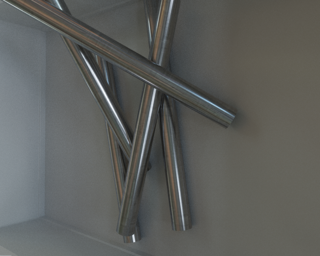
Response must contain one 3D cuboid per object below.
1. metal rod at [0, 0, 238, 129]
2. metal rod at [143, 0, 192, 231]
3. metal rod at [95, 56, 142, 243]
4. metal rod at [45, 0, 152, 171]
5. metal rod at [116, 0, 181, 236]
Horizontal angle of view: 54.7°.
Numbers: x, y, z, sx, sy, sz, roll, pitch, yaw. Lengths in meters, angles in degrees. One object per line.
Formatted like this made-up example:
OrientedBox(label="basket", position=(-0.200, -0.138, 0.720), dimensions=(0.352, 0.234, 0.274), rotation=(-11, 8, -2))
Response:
OrientedBox(label="metal rod", position=(-0.051, -0.085, 0.350), dimensions=(0.301, 0.025, 0.025), rotation=(30, 112, 3))
OrientedBox(label="metal rod", position=(0.009, -0.023, 0.397), dimensions=(0.025, 0.025, 0.298), rotation=(-12, 82, 39))
OrientedBox(label="metal rod", position=(-0.065, 0.013, 0.458), dimensions=(0.025, 0.025, 0.298), rotation=(-17, 79, 38))
OrientedBox(label="metal rod", position=(-0.088, -0.072, 0.395), dimensions=(0.025, 0.025, 0.299), rotation=(-17, 106, 38))
OrientedBox(label="metal rod", position=(-0.017, -0.005, 0.386), dimensions=(0.025, 0.025, 0.298), rotation=(20, 104, 38))
